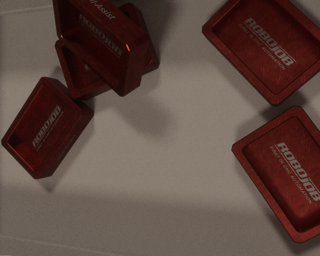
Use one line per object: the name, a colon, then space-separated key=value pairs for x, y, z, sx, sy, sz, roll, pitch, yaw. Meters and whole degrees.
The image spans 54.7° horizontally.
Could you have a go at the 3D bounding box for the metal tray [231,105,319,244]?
metal tray: x=0.155 y=0.051 z=0.352 sx=0.090 sy=0.030 sz=0.130 roll=-36 pitch=79 yaw=16

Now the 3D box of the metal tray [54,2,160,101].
metal tray: x=-0.076 y=-0.103 z=0.433 sx=0.130 sy=0.030 sz=0.090 roll=-21 pitch=83 yaw=18

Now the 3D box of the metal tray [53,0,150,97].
metal tray: x=-0.074 y=-0.109 z=0.370 sx=0.130 sy=0.090 sz=0.030 roll=43 pitch=61 yaw=14

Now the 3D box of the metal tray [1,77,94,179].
metal tray: x=-0.171 y=0.000 z=0.466 sx=0.090 sy=0.030 sz=0.130 roll=40 pitch=102 yaw=15

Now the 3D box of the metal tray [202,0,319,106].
metal tray: x=0.125 y=-0.100 z=0.363 sx=0.090 sy=0.030 sz=0.130 roll=-43 pitch=77 yaw=14
